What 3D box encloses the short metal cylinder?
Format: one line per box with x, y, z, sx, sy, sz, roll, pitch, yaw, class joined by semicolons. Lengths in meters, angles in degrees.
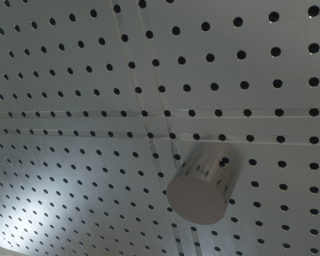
0.055;0.082;0.417;0.080;0.050;0.080;13;124;21;short metal cylinder
